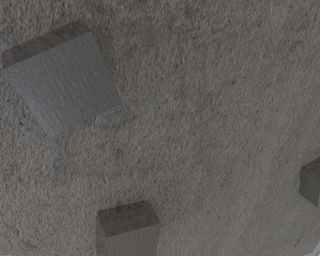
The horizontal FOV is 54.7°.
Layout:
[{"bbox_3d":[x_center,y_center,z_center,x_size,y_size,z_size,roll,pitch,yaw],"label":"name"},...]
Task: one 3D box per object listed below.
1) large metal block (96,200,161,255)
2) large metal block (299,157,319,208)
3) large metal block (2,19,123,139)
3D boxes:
[{"bbox_3d":[-0.050,0.163,0.464,0.081,0.050,0.079,-7,122,-25],"label":"large metal block"},{"bbox_3d":[0.341,0.107,0.642,0.080,0.050,0.080,-26,128,-13],"label":"large metal block"},{"bbox_3d":[-0.095,-0.049,0.308,0.080,0.050,0.080,-28,128,-11],"label":"large metal block"}]
